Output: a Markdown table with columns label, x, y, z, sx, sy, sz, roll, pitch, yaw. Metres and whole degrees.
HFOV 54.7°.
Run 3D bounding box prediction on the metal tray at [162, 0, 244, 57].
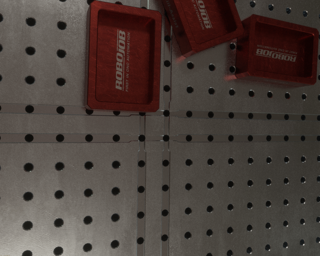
| label | x | y | z | sx | sy | sz | roll | pitch | yaw |
| --- | --- | --- | --- | --- | --- | --- | --- | --- | --- |
| metal tray | 0.054 | -0.175 | 0.430 | 0.091 | 0.030 | 0.129 | -25 | 99 | -19 |

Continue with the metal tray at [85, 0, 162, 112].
| label | x | y | z | sx | sy | sz | roll | pitch | yaw |
| --- | --- | --- | --- | --- | --- | --- | --- | --- | --- |
| metal tray | -0.046 | -0.086 | 0.393 | 0.091 | 0.030 | 0.129 | 2 | 89 | -21 |

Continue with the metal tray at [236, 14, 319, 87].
| label | x | y | z | sx | sy | sz | roll | pitch | yaw |
| --- | --- | --- | --- | --- | --- | --- | --- | --- | --- |
| metal tray | 0.183 | -0.116 | 0.479 | 0.131 | 0.030 | 0.089 | 4 | 89 | -20 |
